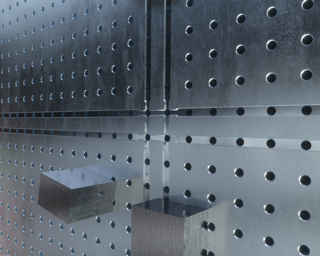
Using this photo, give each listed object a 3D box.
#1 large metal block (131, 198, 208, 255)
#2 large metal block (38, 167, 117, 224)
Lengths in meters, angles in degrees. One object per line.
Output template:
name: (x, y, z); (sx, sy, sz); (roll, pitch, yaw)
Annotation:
large metal block: (0.011, 0.137, 0.382); (0.080, 0.050, 0.079); (2, 91, 39)
large metal block: (-0.127, 0.099, 0.475); (0.080, 0.081, 0.050); (14, 99, 39)
